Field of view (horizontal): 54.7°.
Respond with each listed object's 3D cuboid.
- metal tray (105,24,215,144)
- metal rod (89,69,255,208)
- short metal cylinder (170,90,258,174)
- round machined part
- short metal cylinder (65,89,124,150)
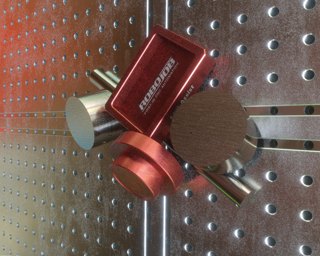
[{"bbox_3d":[-0.004,-0.054,0.390,0.090,0.030,0.130,39,100,33],"label":"metal tray"},{"bbox_3d":[-0.004,-0.003,0.413,0.300,0.025,0.025,39,114,33],"label":"metal rod"},{"bbox_3d":[0.058,0.006,0.330,0.080,0.050,0.080,-9,69,26],"label":"short metal cylinder"},{"bbox_3d":[-0.023,0.053,0.382,0.098,0.042,0.098,27,148,19],"label":"round machined part"},{"bbox_3d":[-0.097,-0.013,0.458,0.080,0.050,0.079,24,124,42],"label":"short metal cylinder"}]
